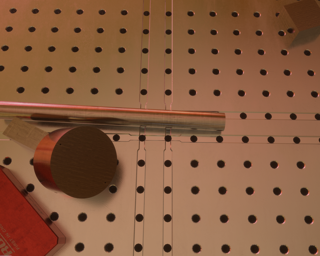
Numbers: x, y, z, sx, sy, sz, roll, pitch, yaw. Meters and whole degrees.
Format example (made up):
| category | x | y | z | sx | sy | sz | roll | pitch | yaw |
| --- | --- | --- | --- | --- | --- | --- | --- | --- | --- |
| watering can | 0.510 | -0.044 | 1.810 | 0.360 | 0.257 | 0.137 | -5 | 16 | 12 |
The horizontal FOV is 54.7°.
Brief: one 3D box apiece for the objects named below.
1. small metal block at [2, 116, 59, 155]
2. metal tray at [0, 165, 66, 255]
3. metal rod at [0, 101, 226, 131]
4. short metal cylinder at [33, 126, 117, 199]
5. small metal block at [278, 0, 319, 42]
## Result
| category | x | y | z | sx | sy | sz | roll | pitch | yaw |
| --- | --- | --- | --- | --- | --- | --- | --- | --- | --- |
| small metal block | -0.159 | 0.015 | 0.391 | 0.050 | 0.050 | 0.025 | 25 | 72 | 8 |
| metal tray | -0.189 | 0.117 | 0.364 | 0.090 | 0.030 | 0.130 | -43 | 76 | -14 |
| metal rod | -0.065 | -0.016 | 0.416 | 0.302 | 0.025 | 0.025 | 3 | 70 | 0 |
| short metal cylinder | -0.098 | 0.039 | 0.361 | 0.081 | 0.050 | 0.080 | 3 | 85 | -41 |
| small metal block | 0.219 | -0.167 | 0.475 | 0.050 | 0.025 | 0.050 | -18 | 71 | -7 |
